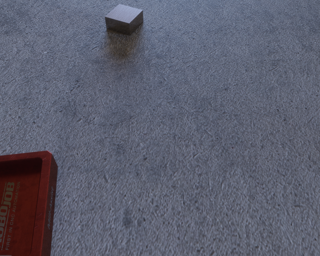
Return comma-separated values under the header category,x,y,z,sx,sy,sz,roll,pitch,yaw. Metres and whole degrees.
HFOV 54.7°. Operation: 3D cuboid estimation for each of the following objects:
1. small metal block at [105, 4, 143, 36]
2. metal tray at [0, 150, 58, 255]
category,x,y,z,sx,sy,sz,roll,pitch,yaw
small metal block,-0.065,-0.200,0.571,0.050,0.025,0.050,21,53,16
metal tray,-0.161,0.088,0.324,0.091,0.030,0.130,-6,50,-5
